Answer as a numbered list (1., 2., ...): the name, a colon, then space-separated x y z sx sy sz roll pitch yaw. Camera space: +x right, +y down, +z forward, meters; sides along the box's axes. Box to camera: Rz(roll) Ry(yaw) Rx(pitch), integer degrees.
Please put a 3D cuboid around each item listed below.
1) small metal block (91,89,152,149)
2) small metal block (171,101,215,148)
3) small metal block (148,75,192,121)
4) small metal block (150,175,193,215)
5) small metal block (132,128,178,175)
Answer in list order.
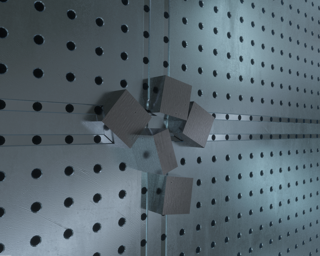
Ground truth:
1. small metal block: -0.045 -0.011 0.373 0.050 0.025 0.050 48 61 -30
2. small metal block: 0.048 -0.004 0.452 0.050 0.025 0.050 33 69 -35
3. small metal block: 0.014 -0.039 0.423 0.050 0.025 0.050 15 81 -39
4. small metal block: 0.017 0.091 0.426 0.050 0.025 0.050 11 83 -40
5. small metal block: -0.009 0.028 0.387 0.025 0.050 0.050 -24 106 -38
